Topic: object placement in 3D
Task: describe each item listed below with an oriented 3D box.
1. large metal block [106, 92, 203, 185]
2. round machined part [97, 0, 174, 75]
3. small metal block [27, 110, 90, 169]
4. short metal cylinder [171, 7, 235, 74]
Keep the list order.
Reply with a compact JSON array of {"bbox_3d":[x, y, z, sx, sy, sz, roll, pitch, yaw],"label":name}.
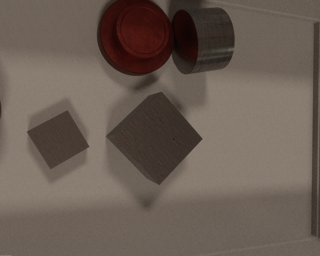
[{"bbox_3d":[-0.008,0.012,0.395,0.080,0.050,0.080,-45,105,-15],"label":"large metal block"},{"bbox_3d":[-0.027,-0.118,0.392,0.099,0.042,0.097,0,90,-21],"label":"round machined part"},{"bbox_3d":[-0.120,0.013,0.367,0.050,0.025,0.050,-31,101,-18],"label":"small metal block"},{"bbox_3d":[0.052,-0.113,0.402,0.050,0.080,0.079,-12,94,-20],"label":"short metal cylinder"}]
